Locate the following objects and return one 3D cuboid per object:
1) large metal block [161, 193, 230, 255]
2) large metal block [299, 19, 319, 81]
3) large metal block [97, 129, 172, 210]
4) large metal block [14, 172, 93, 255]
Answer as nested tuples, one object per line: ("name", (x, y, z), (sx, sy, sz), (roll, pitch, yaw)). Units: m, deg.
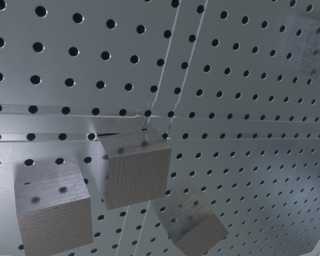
("large metal block", (0.061, 0.172, 0.534), (0.080, 0.050, 0.080), (-38, 129, -3))
("large metal block", (0.268, -0.119, 0.467), (0.081, 0.050, 0.079), (-11, 123, -22))
("large metal block", (-0.036, 0.052, 0.407), (0.081, 0.050, 0.079), (-7, 122, -25))
("large metal block", (-0.132, 0.111, 0.391), (0.081, 0.050, 0.079), (-10, 123, -23))
